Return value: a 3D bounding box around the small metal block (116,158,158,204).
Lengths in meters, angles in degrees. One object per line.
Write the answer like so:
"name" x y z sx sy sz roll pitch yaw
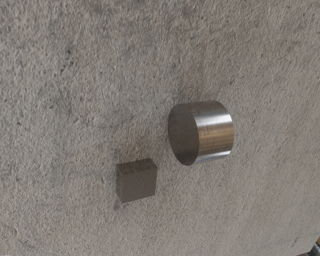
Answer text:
"small metal block" -0.033 0.074 0.436 0.050 0.025 0.050 -9 123 -24

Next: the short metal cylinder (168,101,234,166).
"short metal cylinder" 0.051 0.006 0.404 0.050 0.080 0.079 -8 122 -25
